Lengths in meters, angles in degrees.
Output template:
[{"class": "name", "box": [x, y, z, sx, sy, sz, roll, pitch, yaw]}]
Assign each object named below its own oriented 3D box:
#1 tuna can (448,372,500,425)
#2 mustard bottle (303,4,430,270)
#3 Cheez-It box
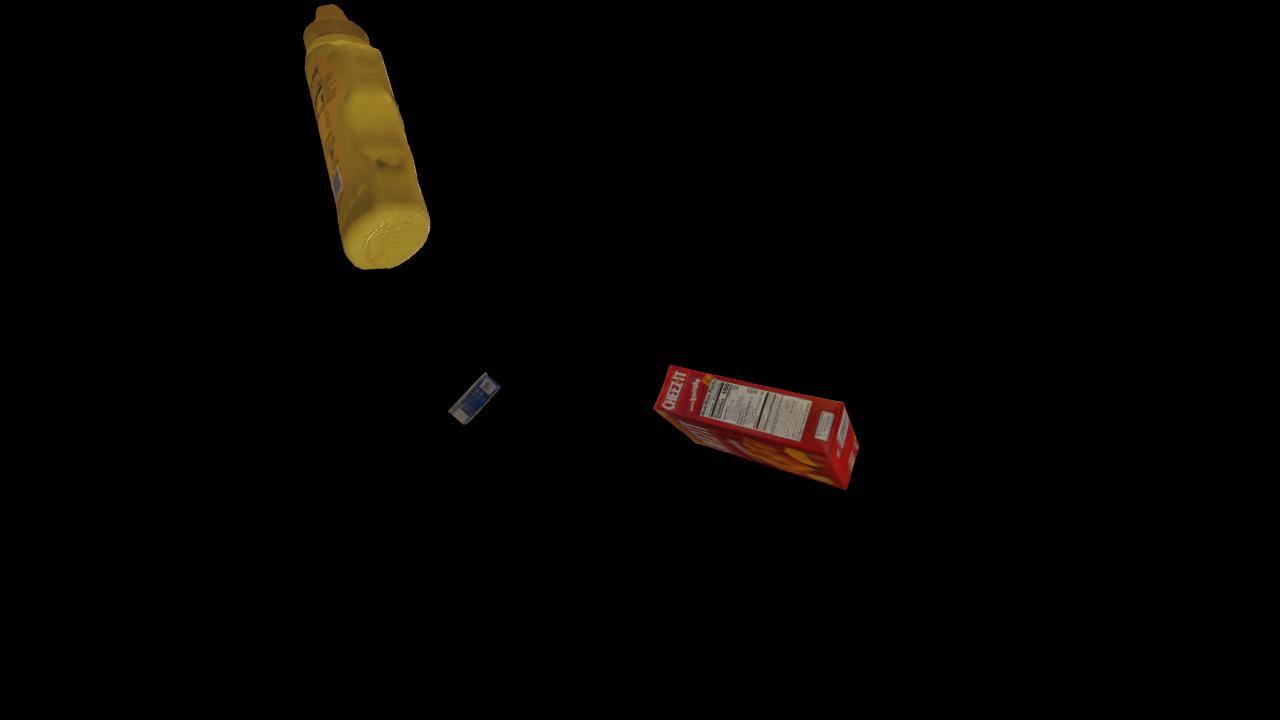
[{"class": "tuna can", "box": [-0.258, 0.061, 0.963, 0.034, 0.084, 0.084, 43, -10, -11]}, {"class": "mustard bottle", "box": [-0.195, -0.163, 0.424, 0.054, 0.184, 0.092, -12, -11, -29]}, {"class": "Cheez-It box", "box": [0.150, 0.084, 0.776, 0.223, 0.071, 0.166, 14, -17, 30]}]
